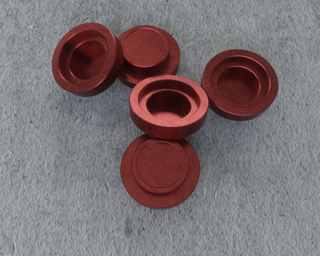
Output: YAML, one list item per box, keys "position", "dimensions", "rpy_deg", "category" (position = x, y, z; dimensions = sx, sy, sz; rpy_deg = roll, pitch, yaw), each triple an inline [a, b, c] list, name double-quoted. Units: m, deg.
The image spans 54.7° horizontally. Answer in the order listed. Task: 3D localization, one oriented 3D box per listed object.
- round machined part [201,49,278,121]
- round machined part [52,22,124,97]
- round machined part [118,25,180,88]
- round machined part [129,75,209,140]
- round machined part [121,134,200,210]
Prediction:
- position: [0.105, -0.054, 0.421]
  dimensions: [0.099, 0.042, 0.098]
  rpy_deg: [0, 70, -1]
  category: "round machined part"
- position: [-0.093, -0.088, 0.420]
  dimensions: [0.098, 0.042, 0.098]
  rpy_deg: [-5, 76, 20]
  category: "round machined part"
- position: [-0.020, -0.105, 0.438]
  dimensions: [0.099, 0.042, 0.098]
  rpy_deg: [0, 70, -1]
  category: "round machined part"
- position: [0.011, -0.022, 0.397]
  dimensions: [0.099, 0.042, 0.098]
  rpy_deg: [2, 47, -2]
  category: "round machined part"
- position: [0.000, 0.049, 0.382]
  dimensions: [0.099, 0.042, 0.098]
  rpy_deg: [0, 70, -1]
  category: "round machined part"
